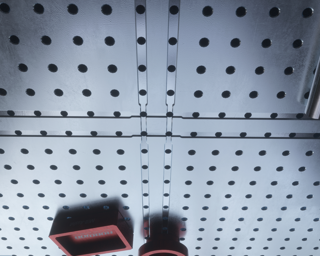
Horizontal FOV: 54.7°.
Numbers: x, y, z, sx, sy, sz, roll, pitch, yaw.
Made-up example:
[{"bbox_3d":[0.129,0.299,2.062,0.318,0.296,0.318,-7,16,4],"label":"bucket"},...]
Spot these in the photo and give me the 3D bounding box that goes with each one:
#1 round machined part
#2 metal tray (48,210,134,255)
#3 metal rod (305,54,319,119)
[{"bbox_3d":[0.006,0.243,0.608,0.099,0.042,0.097,0,130,0],"label":"round machined part"},{"bbox_3d":[-0.125,0.200,0.577,0.131,0.030,0.090,-13,129,10],"label":"metal tray"},{"bbox_3d":[0.185,-0.132,0.300,0.025,0.025,0.298,-4,130,3],"label":"metal rod"}]
